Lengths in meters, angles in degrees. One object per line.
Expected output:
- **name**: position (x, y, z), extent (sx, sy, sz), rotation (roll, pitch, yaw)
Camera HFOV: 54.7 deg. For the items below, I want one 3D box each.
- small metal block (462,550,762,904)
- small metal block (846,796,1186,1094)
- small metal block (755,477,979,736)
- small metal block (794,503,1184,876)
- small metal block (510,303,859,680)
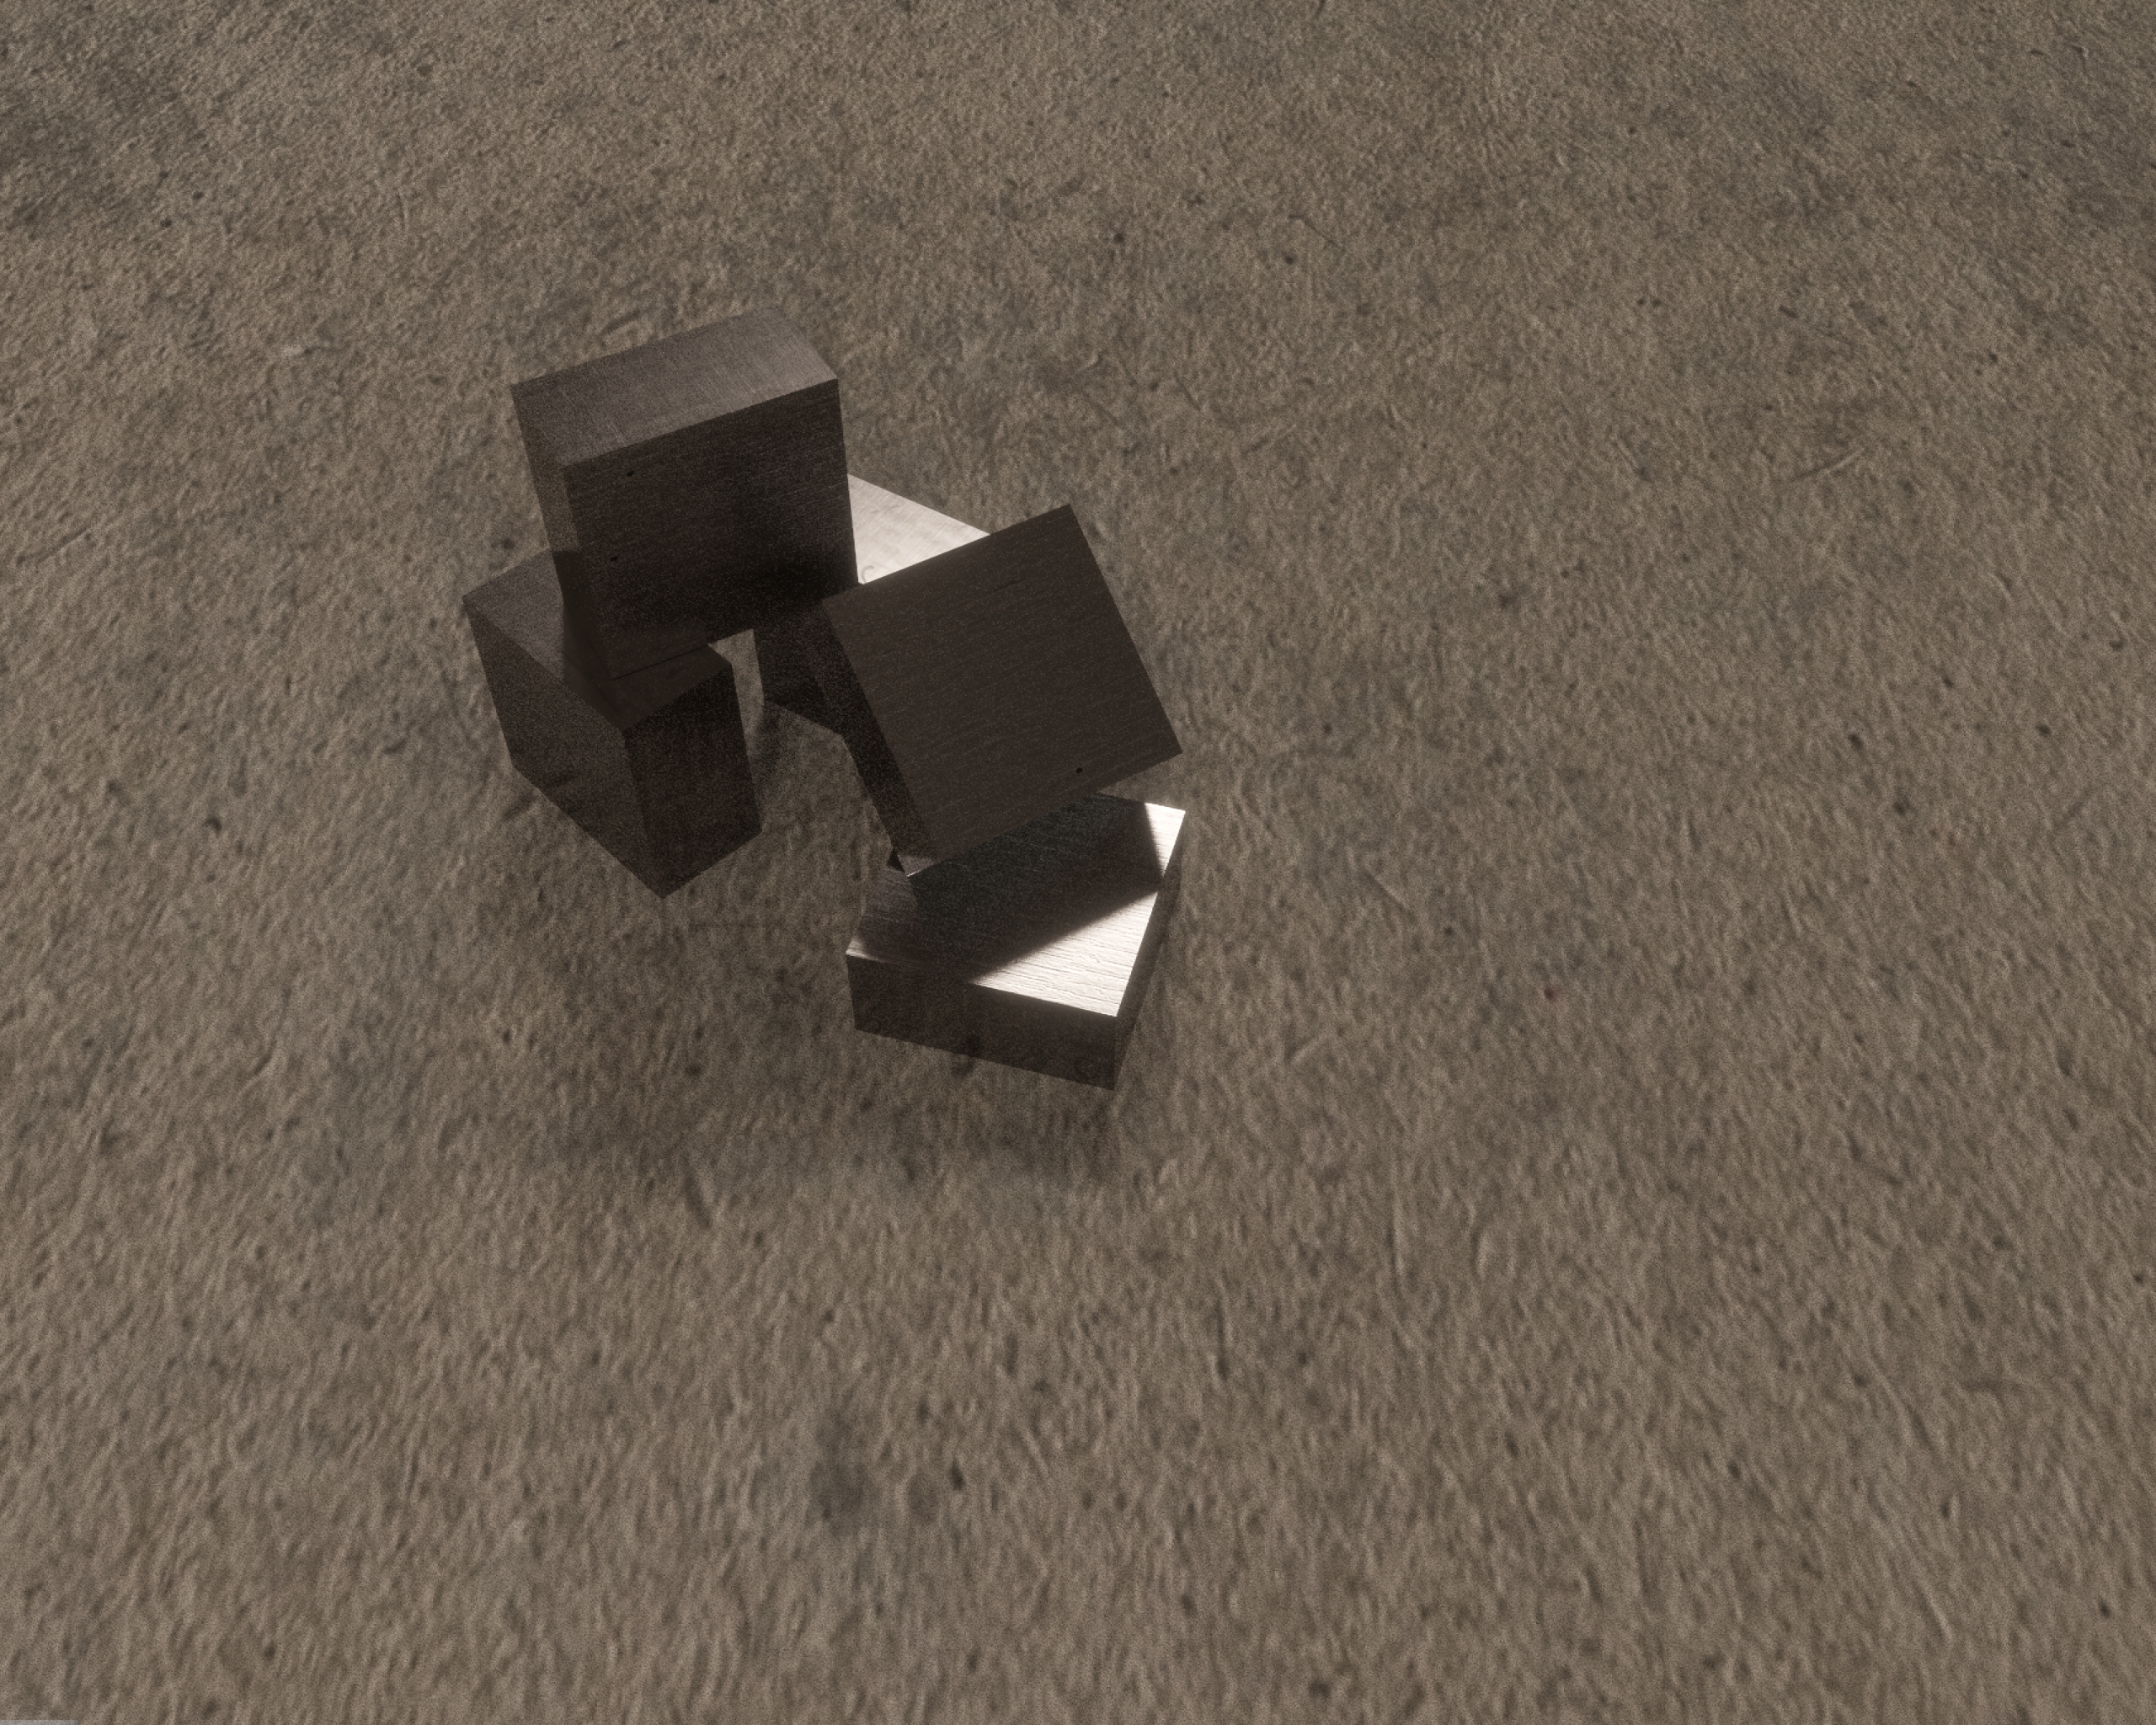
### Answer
- **small metal block**: position (-0.091, -0.028, 0.411), extent (0.050, 0.050, 0.025), rotation (38, 59, 27)
- **small metal block**: position (-0.011, 0.011, 0.395), extent (0.050, 0.025, 0.050), rotation (13, 51, 10)
- **small metal block**: position (-0.039, -0.048, 0.429), extent (0.050, 0.050, 0.025), rotation (26, 55, 19)
- **small metal block**: position (-0.017, -0.031, 0.383), extent (0.050, 0.025, 0.050), rotation (-25, 92, -20)
- **small metal block**: position (-0.070, -0.067, 0.379), extent (0.050, 0.050, 0.025), rotation (-23, 54, -19)
